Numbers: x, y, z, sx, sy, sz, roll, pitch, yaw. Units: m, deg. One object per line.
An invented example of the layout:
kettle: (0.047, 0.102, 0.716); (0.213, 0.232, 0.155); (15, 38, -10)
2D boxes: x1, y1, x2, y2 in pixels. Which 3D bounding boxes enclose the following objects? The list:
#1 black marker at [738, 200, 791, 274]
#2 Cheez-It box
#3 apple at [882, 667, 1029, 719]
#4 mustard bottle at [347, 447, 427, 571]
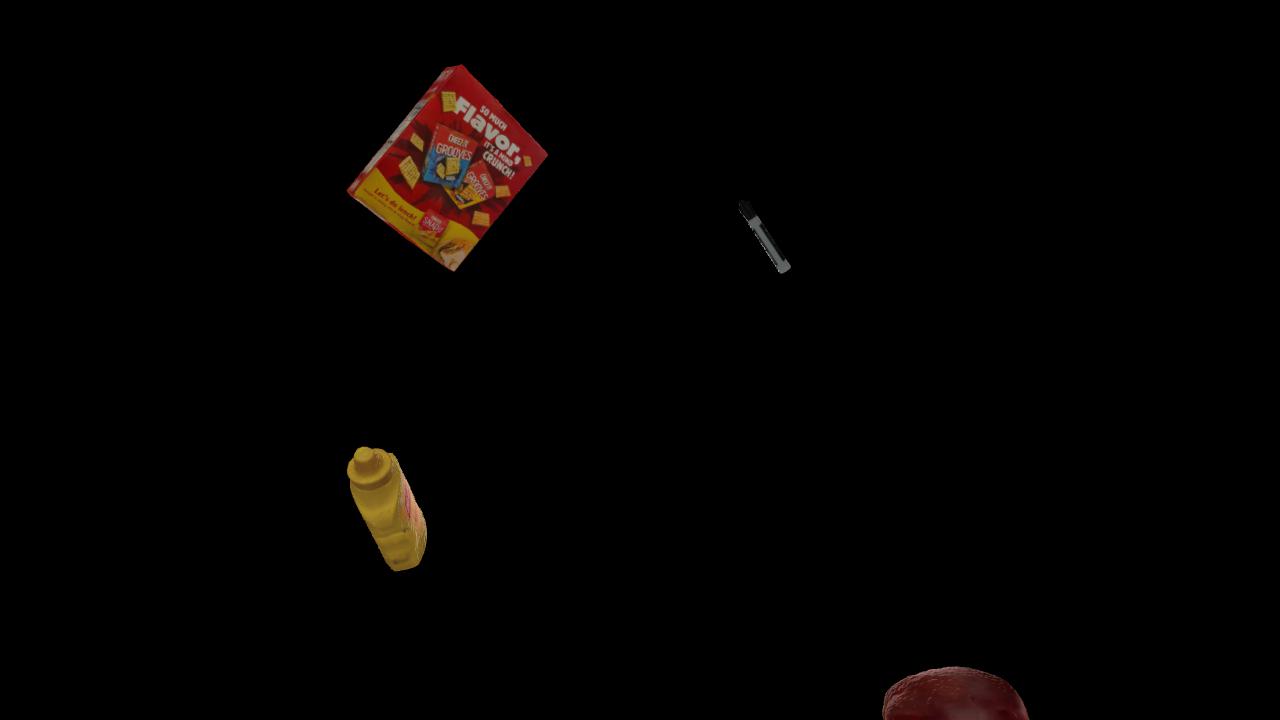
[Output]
black marker: (0.178, -0.178, 0.886); (0.020, 0.121, 0.020); (-34, 16, 11)
Cheez-It box: (-0.260, -0.260, 0.846); (0.166, 0.223, 0.071); (40, -6, -38)
apple: (0.211, 0.246, 0.404); (0.093, 0.079, 0.079); (-3, -1, 15)
mustard bottle: (-0.275, 0.151, 0.665); (0.054, 0.092, 0.184); (-6, -41, -10)
